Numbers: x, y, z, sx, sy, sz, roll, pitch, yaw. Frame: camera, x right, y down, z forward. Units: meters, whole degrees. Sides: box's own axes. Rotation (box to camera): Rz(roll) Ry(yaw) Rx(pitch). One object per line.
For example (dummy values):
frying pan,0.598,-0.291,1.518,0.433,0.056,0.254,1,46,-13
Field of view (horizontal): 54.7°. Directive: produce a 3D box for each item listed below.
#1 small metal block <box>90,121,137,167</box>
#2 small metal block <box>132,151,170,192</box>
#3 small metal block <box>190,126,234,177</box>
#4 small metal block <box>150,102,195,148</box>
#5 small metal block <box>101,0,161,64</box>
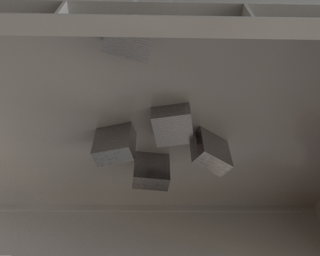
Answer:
small metal block,-0.060,0.021,0.410,0.050,0.050,0.025,-11,129,9
small metal block,-0.012,0.062,0.445,0.050,0.050,0.025,6,130,-5
small metal block,0.069,0.032,0.420,0.050,0.050,0.025,28,125,-22
small metal block,0.017,-0.003,0.406,0.050,0.025,0.050,-7,130,6
small metal block,-0.031,-0.100,0.323,0.050,0.025,0.050,13,129,-11
